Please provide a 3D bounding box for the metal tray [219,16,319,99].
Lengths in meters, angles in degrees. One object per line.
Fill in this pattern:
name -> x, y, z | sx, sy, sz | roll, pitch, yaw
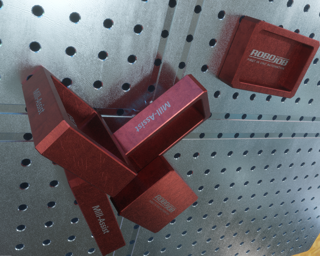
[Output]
metal tray -> 0.155, -0.095, 0.436 | 0.131, 0.030, 0.089 | 5, 116, -31

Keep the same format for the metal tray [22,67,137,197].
metal tray -> -0.081, 0.000, 0.300 | 0.030, 0.130, 0.090 | -44, 130, 2

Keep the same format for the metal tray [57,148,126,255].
metal tray -> -0.083, 0.079, 0.373 | 0.030, 0.090, 0.129 | -22, 127, -15

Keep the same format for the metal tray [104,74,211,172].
metal tray -> 0.001, 0.001, 0.384 | 0.130, 0.030, 0.090 | -39, 159, -2

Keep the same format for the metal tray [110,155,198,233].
metal tray -> -0.003, 0.101, 0.451 | 0.090, 0.030, 0.130 | -39, 144, -2
